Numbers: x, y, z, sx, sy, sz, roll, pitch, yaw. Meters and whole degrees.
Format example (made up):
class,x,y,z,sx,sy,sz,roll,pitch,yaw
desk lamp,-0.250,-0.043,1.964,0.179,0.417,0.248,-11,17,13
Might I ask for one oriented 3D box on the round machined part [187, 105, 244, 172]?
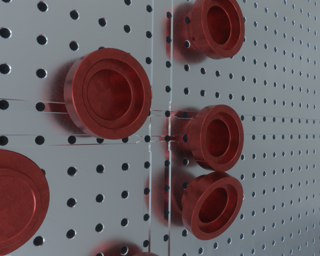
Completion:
class,x,y,z,sx,sy,sz,roll,pitch,yaw
round machined part,0.078,0.015,0.462,0.099,0.042,0.097,0,90,-40

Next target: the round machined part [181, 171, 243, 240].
class,x,y,z,sx,sy,sz,roll,pitch,yaw
round machined part,0.070,0.106,0.443,0.099,0.042,0.097,-15,116,-32

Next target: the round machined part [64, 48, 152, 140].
class,x,y,z,sx,sy,sz,roll,pitch,yaw
round machined part,-0.060,-0.036,0.347,0.099,0.042,0.097,0,90,-40

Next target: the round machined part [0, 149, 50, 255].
class,x,y,z,sx,sy,sz,roll,pitch,yaw
round machined part,-0.147,0.068,0.275,0.099,0.042,0.097,0,90,-40

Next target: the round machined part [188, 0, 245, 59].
class,x,y,z,sx,sy,sz,roll,pitch,yaw
round machined part,0.080,-0.151,0.464,0.099,0.042,0.097,0,90,-40

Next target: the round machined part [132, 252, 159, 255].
class,x,y,z,sx,sy,sz,roll,pitch,yaw
round machined part,-0.027,0.200,0.375,0.099,0.042,0.097,0,90,-40
